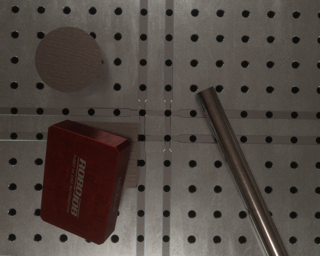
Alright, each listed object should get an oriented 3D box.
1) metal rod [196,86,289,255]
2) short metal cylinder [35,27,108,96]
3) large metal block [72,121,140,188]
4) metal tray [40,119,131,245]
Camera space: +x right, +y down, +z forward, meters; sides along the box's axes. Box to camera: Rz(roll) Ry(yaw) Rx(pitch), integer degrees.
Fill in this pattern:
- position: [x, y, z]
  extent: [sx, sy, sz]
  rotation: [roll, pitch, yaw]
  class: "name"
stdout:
- position: [0.121, 0.086, 0.415]
  extent: [0.025, 0.025, 0.299]
  rotation: [-24, 90, 0]
  class: "metal rod"
- position: [-0.111, -0.083, 0.399]
  extent: [0.081, 0.050, 0.079]
  rotation: [0, 90, -1]
  class: "short metal cylinder"
- position: [-0.068, 0.032, 0.400]
  extent: [0.081, 0.050, 0.079]
  rotation: [2, 90, -1]
  class: "large metal block"
- position: [-0.092, 0.064, 0.370]
  extent: [0.090, 0.030, 0.129]
  rotation: [17, 109, 15]
  class: "metal tray"
